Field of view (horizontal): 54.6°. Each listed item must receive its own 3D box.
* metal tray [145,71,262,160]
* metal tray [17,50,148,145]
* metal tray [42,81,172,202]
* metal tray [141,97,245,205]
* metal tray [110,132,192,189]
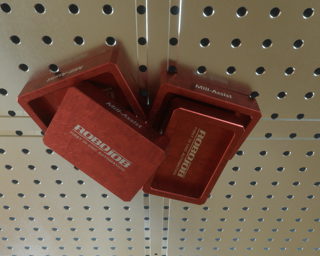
[{"bbox_3d":[0.050,-0.011,0.397,0.131,0.030,0.089,15,128,-12],"label":"metal tray"},{"bbox_3d":[-0.092,-0.030,0.381,0.130,0.030,0.090,-17,128,14],"label":"metal tray"},{"bbox_3d":[-0.064,0.017,0.369,0.130,0.030,0.090,36,116,-1],"label":"metal tray"},{"bbox_3d":[0.037,0.034,0.397,0.091,0.030,0.129,16,117,-13],"label":"metal tray"},{"bbox_3d":[-0.019,0.050,0.450,0.131,0.030,0.089,20,127,-17],"label":"metal tray"}]
